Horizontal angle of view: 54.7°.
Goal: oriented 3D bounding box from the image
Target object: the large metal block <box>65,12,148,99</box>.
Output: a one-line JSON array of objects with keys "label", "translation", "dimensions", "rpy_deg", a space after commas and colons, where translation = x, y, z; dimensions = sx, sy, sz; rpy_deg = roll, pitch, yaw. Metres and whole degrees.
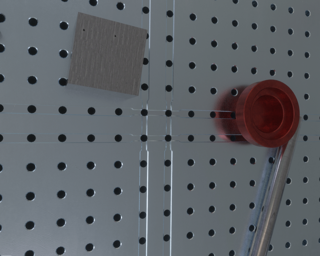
[{"label": "large metal block", "translation": [-0.066, -0.083, 0.375], "dimensions": [0.081, 0.050, 0.080], "rpy_deg": [9, 87, -20]}]

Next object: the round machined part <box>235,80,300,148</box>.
[{"label": "round machined part", "translation": [0.154, -0.020, 0.460], "dimensions": [0.099, 0.042, 0.097], "rpy_deg": [0, 90, -20]}]

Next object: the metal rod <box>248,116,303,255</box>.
[{"label": "metal rod", "translation": [0.169, 0.124, 0.474], "dimensions": [0.025, 0.025, 0.299], "rpy_deg": [20, 83, -19]}]
